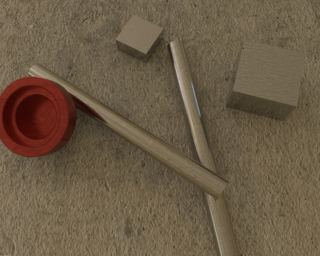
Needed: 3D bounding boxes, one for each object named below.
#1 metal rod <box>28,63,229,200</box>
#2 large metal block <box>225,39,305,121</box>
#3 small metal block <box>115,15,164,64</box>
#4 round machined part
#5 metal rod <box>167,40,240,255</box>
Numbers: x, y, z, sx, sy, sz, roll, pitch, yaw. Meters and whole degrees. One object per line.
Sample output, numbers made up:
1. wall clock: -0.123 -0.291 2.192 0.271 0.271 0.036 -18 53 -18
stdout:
1. metal rod: -0.051 -0.004 0.394 0.300 0.025 0.025 31 73 16
2. large metal block: 0.140 -0.064 0.420 0.080 0.050 0.080 15 71 5
3. small metal block: -0.029 -0.131 0.456 0.050 0.025 0.050 28 72 9
4. round machined part: -0.151 -0.013 0.391 0.098 0.042 0.097 0 89 10
5. metal rod: 0.052 0.017 0.402 0.025 0.025 0.299 -10 70 -4
